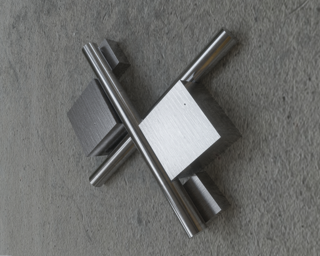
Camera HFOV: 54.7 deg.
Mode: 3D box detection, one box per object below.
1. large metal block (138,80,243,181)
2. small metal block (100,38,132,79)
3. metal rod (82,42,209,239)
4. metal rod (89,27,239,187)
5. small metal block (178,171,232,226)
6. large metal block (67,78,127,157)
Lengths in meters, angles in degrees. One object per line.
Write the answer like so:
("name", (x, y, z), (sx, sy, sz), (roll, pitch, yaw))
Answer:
("large metal block", (0.033, 0.003, 0.363), (0.080, 0.050, 0.080), (-47, 62, 30))
("small metal block", (-0.077, -0.098, 0.471), (0.050, 0.025, 0.050), (-45, 63, 31))
("metal rod", (-0.031, -0.001, 0.398), (0.025, 0.025, 0.299), (-47, 62, 30))
("metal rod", (-0.011, -0.010, 0.417), (0.299, 0.025, 0.025), (-46, 63, 30))
("small metal block", (0.048, 0.087, 0.368), (0.050, 0.025, 0.050), (-50, 61, 28))
("large metal block", (-0.083, -0.014, 0.457), (0.080, 0.050, 0.080), (-44, 64, 31))
